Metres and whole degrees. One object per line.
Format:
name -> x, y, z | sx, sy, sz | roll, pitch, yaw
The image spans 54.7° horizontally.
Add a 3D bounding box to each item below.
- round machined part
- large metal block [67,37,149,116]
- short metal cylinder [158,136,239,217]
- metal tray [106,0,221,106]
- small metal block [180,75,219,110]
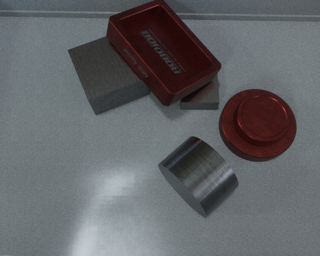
round machined part -> 0.130, -0.008, 0.405 | 0.099, 0.042, 0.098 | 0, 70, -1
large metal block -> -0.068, -0.075, 0.423 | 0.080, 0.050, 0.080 | -23, 72, -8
short metal cylinder -> 0.043, 0.056, 0.361 | 0.050, 0.080, 0.080 | -40, 75, -13
metal tray -> 0.004, -0.101, 0.400 | 0.091, 0.030, 0.130 | -32, 77, -28
small metal block -> 0.054, -0.053, 0.430 | 0.050, 0.025, 0.050 | 0, 70, 0
